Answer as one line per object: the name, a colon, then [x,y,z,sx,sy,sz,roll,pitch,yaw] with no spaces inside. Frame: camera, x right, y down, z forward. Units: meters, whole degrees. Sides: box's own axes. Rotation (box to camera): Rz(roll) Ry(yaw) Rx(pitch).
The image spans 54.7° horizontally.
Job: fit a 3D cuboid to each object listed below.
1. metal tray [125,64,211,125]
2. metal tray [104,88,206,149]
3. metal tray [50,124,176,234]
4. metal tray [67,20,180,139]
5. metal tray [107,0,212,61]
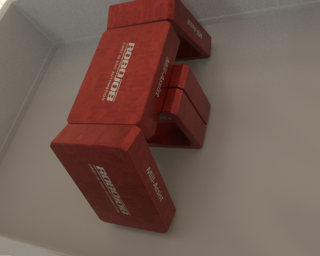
metal tray: [-0.012,-0.037,0.391,0.130,0.090,0.030,1,62,28]
metal tray: [-0.020,-0.009,0.379,0.130,0.090,0.030,1,62,28]
metal tray: [-0.044,0.055,0.324,0.090,0.129,0.030,1,41,28]
metal tray: [-0.037,-0.054,0.337,0.090,0.030,0.130,1,62,28]
metal tray: [0.004,-0.124,0.410,0.090,0.131,0.030,1,83,28]
